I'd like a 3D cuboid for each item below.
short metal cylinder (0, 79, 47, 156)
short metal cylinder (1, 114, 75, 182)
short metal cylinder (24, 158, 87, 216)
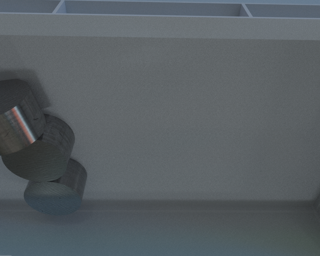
[{"bbox_3d":[-0.181,-0.014,0.359,0.080,0.080,0.050,-7,130,5],"label":"short metal cylinder"},{"bbox_3d":[-0.160,0.027,0.413,0.081,0.050,0.079,0,130,0],"label":"short metal cylinder"},{"bbox_3d":[-0.154,0.087,0.465,0.081,0.050,0.079,0,130,0],"label":"short metal cylinder"}]
